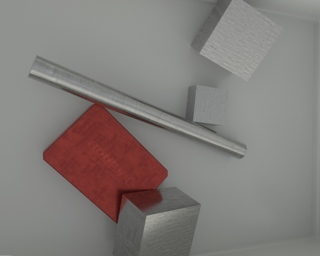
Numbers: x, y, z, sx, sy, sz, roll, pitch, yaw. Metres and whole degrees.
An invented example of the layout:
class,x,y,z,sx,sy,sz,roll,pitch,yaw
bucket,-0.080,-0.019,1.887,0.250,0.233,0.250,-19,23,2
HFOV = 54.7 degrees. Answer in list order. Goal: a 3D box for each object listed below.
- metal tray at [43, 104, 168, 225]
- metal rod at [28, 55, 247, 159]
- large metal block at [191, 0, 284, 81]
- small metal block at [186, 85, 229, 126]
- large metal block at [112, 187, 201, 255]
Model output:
class,x,y,z,sx,sy,sz,roll,pitch,yaw
metal tray,-0.065,0.045,0.385,0.130,0.030,0.090,46,75,-15
metal rod,-0.007,-0.015,0.388,0.302,0.025,0.025,21,83,-27
large metal block,0.102,-0.122,0.419,0.080,0.050,0.080,25,110,-19
small metal block,0.066,-0.031,0.436,0.050,0.025,0.050,7,88,-20
large metal block,-0.004,0.123,0.375,0.081,0.050,0.079,1,106,-38
